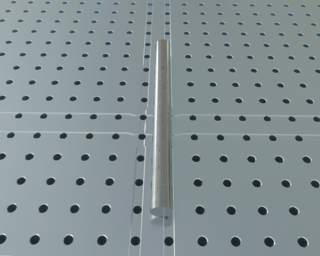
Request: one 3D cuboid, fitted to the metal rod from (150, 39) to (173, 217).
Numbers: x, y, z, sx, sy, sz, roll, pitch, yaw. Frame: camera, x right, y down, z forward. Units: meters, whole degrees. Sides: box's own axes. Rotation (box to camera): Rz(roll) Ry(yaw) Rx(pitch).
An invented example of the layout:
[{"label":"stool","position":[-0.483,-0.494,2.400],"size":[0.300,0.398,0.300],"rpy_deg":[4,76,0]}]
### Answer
[{"label":"metal rod","position":[0.003,-0.025,0.428],"size":[0.025,0.025,0.300],"rpy_deg":[1,50,0]}]
